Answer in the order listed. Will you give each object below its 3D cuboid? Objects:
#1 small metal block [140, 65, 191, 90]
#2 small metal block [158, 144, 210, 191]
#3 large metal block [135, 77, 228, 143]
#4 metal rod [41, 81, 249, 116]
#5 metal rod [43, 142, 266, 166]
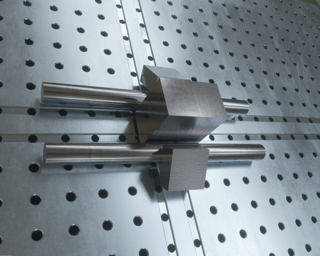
[{"bbox_3d":[0.007,-0.066,0.433,0.050,0.025,0.050,1,27,-28],"label":"small metal block"},{"bbox_3d":[0.029,0.047,0.375,0.050,0.025,0.050,3,98,-27],"label":"small metal block"},{"bbox_3d":[0.024,-0.016,0.390,0.081,0.080,0.050,2,61,-28],"label":"large metal block"},{"bbox_3d":[-0.001,-0.036,0.424,0.303,0.025,0.025,2,61,-27],"label":"metal rod"},{"bbox_3d":[0.014,0.032,0.392,0.303,0.025,0.025,2,61,-27],"label":"metal rod"}]
